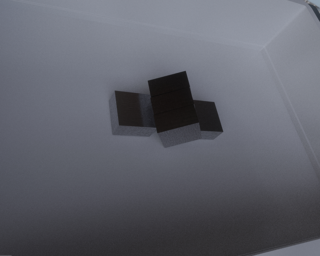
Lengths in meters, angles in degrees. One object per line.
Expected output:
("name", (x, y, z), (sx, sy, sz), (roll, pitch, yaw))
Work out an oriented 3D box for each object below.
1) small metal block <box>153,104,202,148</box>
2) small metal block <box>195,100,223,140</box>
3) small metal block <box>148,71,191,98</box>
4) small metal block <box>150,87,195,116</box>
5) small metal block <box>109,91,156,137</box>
("small metal block", (0.024, -0.001, 0.389), (0.050, 0.050, 0.025), (-15, 64, 5))
("small metal block", (0.057, -0.012, 0.444), (0.050, 0.025, 0.050), (3, 60, -27))
("small metal block", (0.016, -0.046, 0.412), (0.050, 0.050, 0.025), (-14, 63, 5))
("small metal block", (0.019, -0.023, 0.401), (0.050, 0.050, 0.025), (-15, 64, 5))
("small metal block", (-0.035, -0.018, 0.397), (0.050, 0.025, 0.050), (4, 60, -27))
